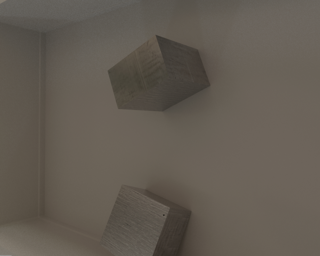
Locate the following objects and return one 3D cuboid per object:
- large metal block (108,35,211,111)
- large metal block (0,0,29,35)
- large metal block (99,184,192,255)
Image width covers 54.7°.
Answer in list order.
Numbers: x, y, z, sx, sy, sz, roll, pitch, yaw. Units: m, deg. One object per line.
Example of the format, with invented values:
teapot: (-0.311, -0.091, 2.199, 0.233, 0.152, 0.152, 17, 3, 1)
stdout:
large metal block: (-0.001, -0.060, 0.370, 0.080, 0.081, 0.050, -27, 74, 36)
large metal block: (-0.328, -0.248, 0.659, 0.080, 0.050, 0.079, 22, 104, 37)
large metal block: (-0.019, 0.126, 0.390, 0.080, 0.050, 0.080, 16, 83, 38)
